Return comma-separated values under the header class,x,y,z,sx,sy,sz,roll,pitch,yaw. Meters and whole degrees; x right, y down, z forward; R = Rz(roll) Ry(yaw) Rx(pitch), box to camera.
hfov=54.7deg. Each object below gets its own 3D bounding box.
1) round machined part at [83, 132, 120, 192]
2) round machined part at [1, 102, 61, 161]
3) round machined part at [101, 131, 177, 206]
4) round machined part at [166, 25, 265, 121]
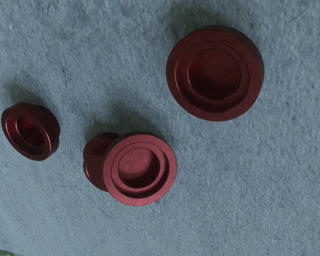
class,x,y,z,sx,sy,sz,roll,pitch,yaw
round machined part,-0.077,0.059,0.471,0.098,0.042,0.097,13,124,20
round machined part,-0.202,0.002,0.501,0.098,0.042,0.097,13,124,20
round machined part,-0.030,0.051,0.420,0.099,0.042,0.097,-3,101,-15
round machined part,0.059,-0.059,0.327,0.098,0.042,0.097,13,124,20
